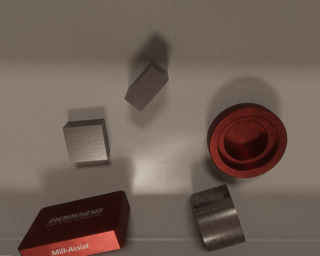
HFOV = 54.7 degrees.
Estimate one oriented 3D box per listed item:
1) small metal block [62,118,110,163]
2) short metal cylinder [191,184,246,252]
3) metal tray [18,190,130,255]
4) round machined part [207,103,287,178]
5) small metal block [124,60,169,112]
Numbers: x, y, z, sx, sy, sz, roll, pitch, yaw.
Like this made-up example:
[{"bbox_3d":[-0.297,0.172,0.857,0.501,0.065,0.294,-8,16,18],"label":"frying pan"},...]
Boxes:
[{"bbox_3d":[-0.098,0.017,0.416,0.050,0.025,0.050,-5,110,1],"label":"small metal block"},{"bbox_3d":[0.080,0.124,0.429,0.050,0.080,0.080,-18,109,6],"label":"short metal cylinder"},{"bbox_3d":[-0.111,0.134,0.424,0.131,0.090,0.030,-13,110,4],"label":"metal tray"},{"bbox_3d":[0.111,0.013,0.409,0.099,0.042,0.097,0,110,-1],"label":"round machined part"},{"bbox_3d":[-0.016,-0.053,0.378,0.025,0.050,0.050,39,105,-13],"label":"small metal block"}]
